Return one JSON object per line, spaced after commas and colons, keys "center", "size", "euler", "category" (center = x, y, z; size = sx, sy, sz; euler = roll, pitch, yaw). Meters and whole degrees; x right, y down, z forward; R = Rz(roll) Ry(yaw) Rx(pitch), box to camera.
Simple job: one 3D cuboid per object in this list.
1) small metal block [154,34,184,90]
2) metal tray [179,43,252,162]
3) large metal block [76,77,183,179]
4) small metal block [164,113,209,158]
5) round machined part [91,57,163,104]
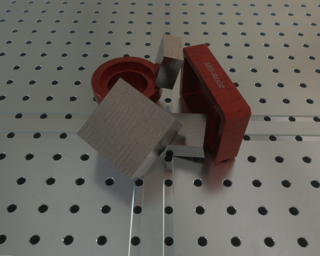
{"center": [0.011, -0.088, 0.412], "size": [0.025, 0.050, 0.050], "euler": [9, 48, -11], "category": "small metal block"}
{"center": [0.063, -0.034, 0.394], "size": [0.030, 0.089, 0.130], "euler": [-14, 52, -12], "category": "metal tray"}
{"center": [-0.033, 0.002, 0.360], "size": [0.080, 0.050, 0.080], "euler": [38, 90, 14], "category": "large metal block"}
{"center": [0.034, 0.009, 0.394], "size": [0.050, 0.025, 0.050], "euler": [2, 54, 16], "category": "small metal block"}
{"center": [-0.045, -0.055, 0.442], "size": [0.099, 0.042, 0.098], "euler": [0, 50, 0], "category": "round machined part"}
